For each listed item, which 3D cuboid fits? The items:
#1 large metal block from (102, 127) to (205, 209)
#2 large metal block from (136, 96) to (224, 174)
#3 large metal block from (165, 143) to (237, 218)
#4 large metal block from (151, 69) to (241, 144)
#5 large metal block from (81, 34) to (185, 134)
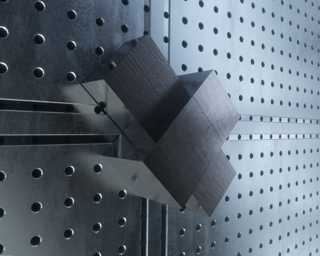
[{"bbox_3d":[-0.008,0.044,0.369,0.050,0.080,0.080,-52,121,-27],"label":"large metal block"},{"bbox_3d":[0.019,0.009,0.392,0.050,0.080,0.080,-52,121,-27],"label":"large metal block"},{"bbox_3d":[0.054,0.065,0.441,0.080,0.050,0.080,-51,120,-27],"label":"large metal block"},{"bbox_3d":[0.047,-0.026,0.416,0.050,0.080,0.080,-52,121,-27],"label":"large metal block"},{"bbox_3d":[-0.029,-0.050,0.367,0.080,0.050,0.080,-52,121,-26],"label":"large metal block"}]
